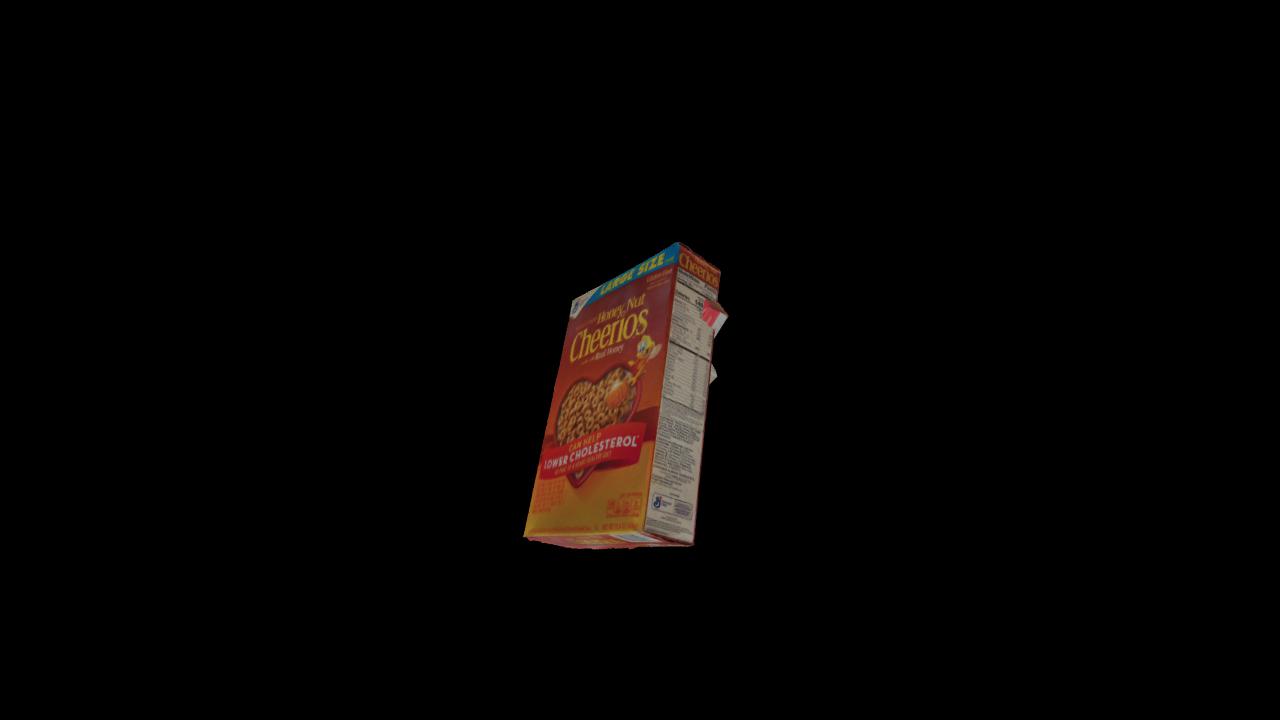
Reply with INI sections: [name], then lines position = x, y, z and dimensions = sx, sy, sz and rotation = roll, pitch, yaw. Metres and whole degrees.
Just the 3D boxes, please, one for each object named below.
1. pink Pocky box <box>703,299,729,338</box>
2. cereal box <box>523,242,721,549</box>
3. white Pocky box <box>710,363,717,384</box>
[pink Pocky box]
position = 0.045, -0.057, 0.715
dimensions = 0.029, 0.084, 0.155
rotation = 20, 24, -26
[cereal box]
position = -0.019, 0.045, 0.672
dimensions = 0.081, 0.306, 0.203
rotation = 25, -28, -34
[white Pocky box]
position = 0.006, 0.048, 0.687
dimensions = 0.084, 0.154, 0.028
rotation = 22, 32, -36
